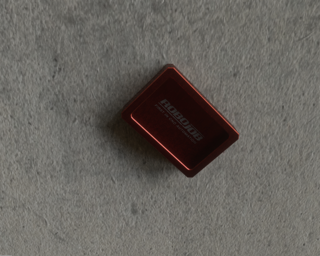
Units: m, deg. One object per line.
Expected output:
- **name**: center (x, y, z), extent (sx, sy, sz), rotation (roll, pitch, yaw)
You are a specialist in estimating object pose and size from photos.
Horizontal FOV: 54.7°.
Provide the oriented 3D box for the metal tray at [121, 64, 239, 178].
- **metal tray**: center (0.027, -0.007, 0.404), extent (0.090, 0.030, 0.130), rotation (-43, 105, 14)
